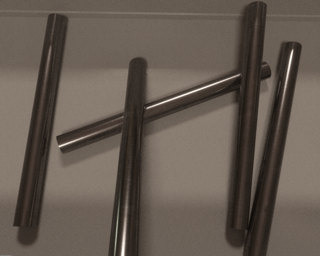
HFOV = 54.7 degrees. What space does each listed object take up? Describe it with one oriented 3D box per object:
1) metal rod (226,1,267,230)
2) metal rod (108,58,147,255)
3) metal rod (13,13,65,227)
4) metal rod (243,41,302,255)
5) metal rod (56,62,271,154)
[{"bbox_3d":[0.114,-0.025,0.400,0.025,0.025,0.299,8,78,2],"label":"metal rod"},{"bbox_3d":[-0.031,0.017,0.340,0.025,0.025,0.300,0,46,0],"label":"metal rod"},{"bbox_3d":[-0.158,-0.024,0.416,0.025,0.025,0.299,1,70,0],"label":"metal rod"},{"bbox_3d":[0.152,0.015,0.406,0.025,0.025,0.299,16,71,5],"label":"metal rod"},{"bbox_3d":[0.011,-0.030,0.420,0.302,0.025,0.025,-20,72,-8],"label":"metal rod"}]
